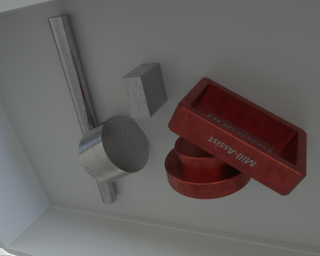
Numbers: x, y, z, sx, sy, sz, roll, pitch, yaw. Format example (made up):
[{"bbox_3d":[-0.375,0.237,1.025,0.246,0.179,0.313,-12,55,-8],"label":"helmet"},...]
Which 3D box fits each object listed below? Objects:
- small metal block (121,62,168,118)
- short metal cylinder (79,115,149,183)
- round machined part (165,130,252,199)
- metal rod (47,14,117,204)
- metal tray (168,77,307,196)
[{"bbox_3d":[-0.017,-0.046,0.372,0.025,0.050,0.050,1,119,27],"label":"small metal block"},{"bbox_3d":[-0.062,0.029,0.422,0.050,0.080,0.080,-27,104,37],"label":"short metal cylinder"},{"bbox_3d":[0.054,0.033,0.352,0.098,0.098,0.042,3,120,26],"label":"round machined part"},{"bbox_3d":[-0.107,-0.009,0.456,0.025,0.025,0.298,5,121,25],"label":"metal rod"},{"bbox_3d":[0.084,0.002,0.322,0.130,0.090,0.030,30,125,8],"label":"metal tray"}]
